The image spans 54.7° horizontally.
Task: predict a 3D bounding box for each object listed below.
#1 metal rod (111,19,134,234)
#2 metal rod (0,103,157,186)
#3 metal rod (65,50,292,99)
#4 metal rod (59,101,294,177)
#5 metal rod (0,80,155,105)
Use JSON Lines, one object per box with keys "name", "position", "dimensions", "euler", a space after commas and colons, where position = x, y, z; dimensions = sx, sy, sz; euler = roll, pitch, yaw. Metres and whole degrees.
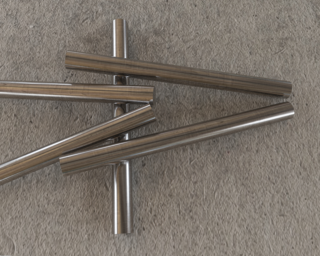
{"name": "metal rod", "position": [-0.052, -0.016, 0.414], "dimensions": [0.025, 0.025, 0.299], "euler": [-3, 70, -2]}
{"name": "metal rod", "position": [-0.148, 0.038, 0.379], "dimensions": [0.302, 0.025, 0.025], "euler": [-22, 72, -3]}
{"name": "metal rod", "position": [0.028, -0.071, 0.418], "dimensions": [0.302, 0.025, 0.025], "euler": [7, 70, -5]}
{"name": "metal rod", "position": [0.031, 0.010, 0.389], "dimensions": [0.302, 0.025, 0.025], "euler": [-13, 71, -12]}
{"name": "metal rod", "position": [-0.157, -0.049, 0.410], "dimensions": [0.302, 0.025, 0.025], "euler": [3, 70, 6]}
